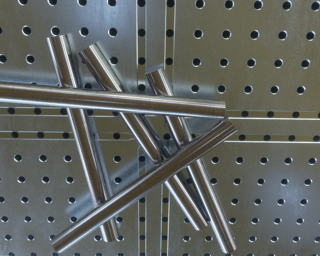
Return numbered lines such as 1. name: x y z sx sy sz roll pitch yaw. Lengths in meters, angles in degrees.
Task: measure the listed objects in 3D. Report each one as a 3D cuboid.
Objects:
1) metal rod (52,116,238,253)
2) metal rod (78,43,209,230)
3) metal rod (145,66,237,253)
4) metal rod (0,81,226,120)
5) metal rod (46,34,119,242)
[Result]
1. metal rod: -0.028 0.081 0.416 0.300 0.025 0.025 -36 107 12
2. metal rod: -0.013 0.024 0.421 0.025 0.025 0.299 -29 108 10
3. metal rod: 0.050 0.057 0.435 0.025 0.025 0.299 -22 109 7
4. metal rod: -0.073 -0.034 0.373 0.302 0.025 0.025 5 110 -3
5. metal rod: -0.099 0.028 0.422 0.025 0.025 0.298 -9 110 3
